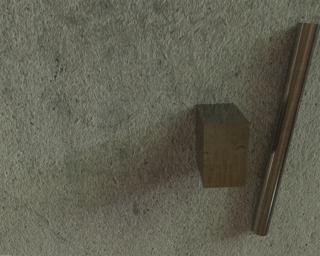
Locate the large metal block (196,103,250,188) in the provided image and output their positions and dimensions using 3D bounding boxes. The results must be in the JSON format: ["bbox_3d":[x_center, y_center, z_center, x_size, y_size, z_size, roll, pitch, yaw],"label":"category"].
[{"bbox_3d":[0.075,0.019,0.388,0.050,0.080,0.079,-2,110,1],"label":"large metal block"}]

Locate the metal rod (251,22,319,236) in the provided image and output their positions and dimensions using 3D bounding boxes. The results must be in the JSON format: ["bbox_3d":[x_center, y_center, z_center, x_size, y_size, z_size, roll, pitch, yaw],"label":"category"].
[{"bbox_3d":[0.163,0.016,0.416,0.025,0.025,0.298,5,110,-2],"label":"metal rod"}]
